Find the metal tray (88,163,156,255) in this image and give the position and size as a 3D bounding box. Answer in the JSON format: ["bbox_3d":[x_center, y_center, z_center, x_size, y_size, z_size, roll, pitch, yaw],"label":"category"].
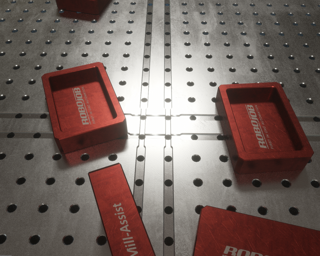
[{"bbox_3d":[-0.027,0.107,0.274,0.030,0.089,0.130,-17,52,-14],"label":"metal tray"}]

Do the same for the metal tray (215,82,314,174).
[{"bbox_3d":[0.131,-0.005,0.410,0.091,0.030,0.130,-3,50,-3],"label":"metal tray"}]

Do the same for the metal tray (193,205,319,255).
[{"bbox_3d":[0.096,0.133,0.294,0.131,0.030,0.090,11,51,8],"label":"metal tray"}]

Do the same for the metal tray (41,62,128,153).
[{"bbox_3d":[-0.107,-0.034,0.431,0.091,0.030,0.130,-16,52,-14],"label":"metal tray"}]

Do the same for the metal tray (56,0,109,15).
[{"bbox_3d":[-0.147,-0.288,0.643,0.090,0.030,0.130,12,51,9],"label":"metal tray"}]
